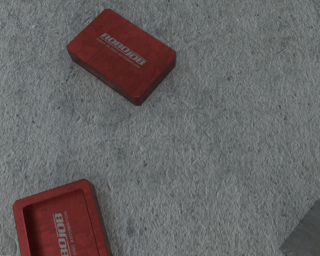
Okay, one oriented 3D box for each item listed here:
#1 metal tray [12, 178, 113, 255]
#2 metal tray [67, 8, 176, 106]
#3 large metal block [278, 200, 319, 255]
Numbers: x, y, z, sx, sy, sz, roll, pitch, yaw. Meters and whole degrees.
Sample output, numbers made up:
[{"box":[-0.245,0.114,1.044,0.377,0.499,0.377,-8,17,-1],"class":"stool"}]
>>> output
[{"box":[-0.107,0.134,0.355,0.091,0.030,0.130,-18,71,-7],"class":"metal tray"},{"box":[-0.054,-0.103,0.443,0.130,0.030,0.090,36,74,12],"class":"metal tray"},{"box":[0.187,0.120,0.336,0.050,0.080,0.080,43,75,14],"class":"large metal block"}]
